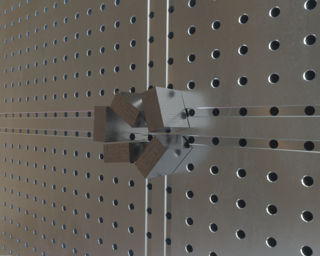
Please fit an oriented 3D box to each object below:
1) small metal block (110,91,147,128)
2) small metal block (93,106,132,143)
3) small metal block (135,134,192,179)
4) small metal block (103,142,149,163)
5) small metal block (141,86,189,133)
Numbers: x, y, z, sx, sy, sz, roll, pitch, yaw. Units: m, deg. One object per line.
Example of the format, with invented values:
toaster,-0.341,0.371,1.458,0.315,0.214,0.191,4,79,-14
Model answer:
small metal block,-0.030,-0.025,0.419,0.050,0.050,0.025,41,116,32
small metal block,-0.068,-0.006,0.450,0.025,0.050,0.050,5,94,40
small metal block,0.004,0.035,0.390,0.025,0.050,0.050,50,120,29
small metal block,-0.042,0.033,0.428,0.050,0.050,0.025,-6,86,40
small metal block,0.007,-0.022,0.388,0.025,0.050,0.050,-21,76,38
